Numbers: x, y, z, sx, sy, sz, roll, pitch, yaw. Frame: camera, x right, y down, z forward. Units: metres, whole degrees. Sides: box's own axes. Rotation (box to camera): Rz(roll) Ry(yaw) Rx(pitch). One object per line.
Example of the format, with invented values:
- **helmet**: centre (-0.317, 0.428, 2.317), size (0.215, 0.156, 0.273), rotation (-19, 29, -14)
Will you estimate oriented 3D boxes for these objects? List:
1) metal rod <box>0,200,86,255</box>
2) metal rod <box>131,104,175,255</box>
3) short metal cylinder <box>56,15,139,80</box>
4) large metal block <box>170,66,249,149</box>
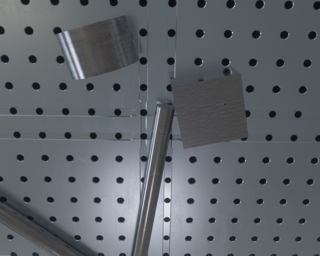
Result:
- **metal rod**: centre (-0.162, 0.184, 0.479), size (0.300, 0.025, 0.025), rotation (40, 105, -14)
- **metal rod**: centre (-0.017, 0.110, 0.453), size (0.025, 0.025, 0.298), rotation (9, 110, -4)
- **short metal cylinder**: centre (-0.069, -0.091, 0.350), size (0.080, 0.080, 0.050), rotation (-14, 110, 5)
- **large metal block**: centre (0.061, -0.026, 0.391), size (0.080, 0.050, 0.079), rotation (-11, 110, 4)
